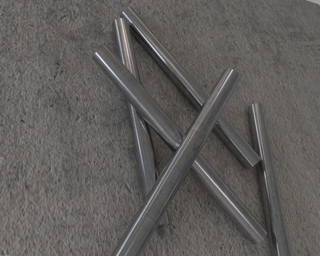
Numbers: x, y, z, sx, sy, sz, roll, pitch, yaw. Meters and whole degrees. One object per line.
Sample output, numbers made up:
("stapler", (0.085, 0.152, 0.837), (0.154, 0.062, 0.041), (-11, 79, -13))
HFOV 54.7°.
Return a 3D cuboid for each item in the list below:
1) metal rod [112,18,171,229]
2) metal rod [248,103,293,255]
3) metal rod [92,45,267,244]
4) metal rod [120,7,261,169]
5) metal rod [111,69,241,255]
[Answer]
("metal rod", (-0.030, -0.024, 0.401), (0.025, 0.025, 0.299), (2, 61, -28))
("metal rod", (0.154, 0.094, 0.428), (0.025, 0.025, 0.299), (14, 56, -20))
("metal rod", (0.026, 0.023, 0.379), (0.300, 0.025, 0.025), (49, 51, -3))
("metal rod", (0.041, -0.064, 0.464), (0.025, 0.025, 0.300), (-33, 80, -38))
("metal rod", (0.018, 0.045, 0.341), (0.025, 0.025, 0.301), (36, 65, -5))
